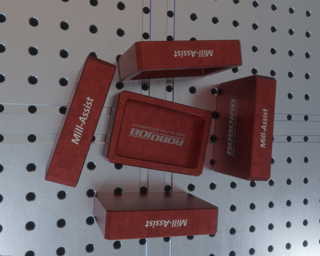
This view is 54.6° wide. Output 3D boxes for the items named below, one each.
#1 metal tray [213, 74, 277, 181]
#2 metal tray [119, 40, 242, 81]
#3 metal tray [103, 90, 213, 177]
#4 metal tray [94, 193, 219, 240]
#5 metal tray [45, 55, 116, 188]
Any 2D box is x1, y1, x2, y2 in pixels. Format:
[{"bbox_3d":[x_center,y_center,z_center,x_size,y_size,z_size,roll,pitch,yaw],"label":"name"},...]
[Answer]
[{"bbox_3d":[0.111,0.000,0.418,0.030,0.090,0.129,5,88,-20],"label":"metal tray"},{"bbox_3d":[0.023,-0.083,0.385,0.131,0.090,0.030,-7,93,-20],"label":"metal tray"},{"bbox_3d":[-0.001,0.009,0.408,0.131,0.030,0.090,12,86,-20],"label":"metal tray"},{"bbox_3d":[-0.008,0.102,0.375,0.131,0.090,0.030,4,89,-20],"label":"metal tray"},{"bbox_3d":[-0.091,-0.007,0.344,0.030,0.090,0.130,19,83,-19],"label":"metal tray"}]
